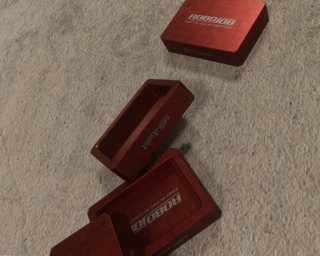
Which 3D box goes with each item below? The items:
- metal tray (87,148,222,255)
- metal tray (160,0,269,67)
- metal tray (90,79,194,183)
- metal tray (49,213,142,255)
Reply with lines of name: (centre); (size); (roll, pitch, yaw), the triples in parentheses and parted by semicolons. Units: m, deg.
metal tray: (-0.010, 0.095, 0.346); (0.130, 0.030, 0.090); (-37, 51, 3)
metal tray: (0.076, -0.144, 0.448); (0.130, 0.030, 0.090); (22, 73, 35)
metal tray: (-0.025, -0.003, 0.391); (0.130, 0.030, 0.090); (-53, 28, -10)
metal tray: (-0.053, 0.161, 0.302); (0.090, 0.030, 0.130); (-36, 61, 19)
